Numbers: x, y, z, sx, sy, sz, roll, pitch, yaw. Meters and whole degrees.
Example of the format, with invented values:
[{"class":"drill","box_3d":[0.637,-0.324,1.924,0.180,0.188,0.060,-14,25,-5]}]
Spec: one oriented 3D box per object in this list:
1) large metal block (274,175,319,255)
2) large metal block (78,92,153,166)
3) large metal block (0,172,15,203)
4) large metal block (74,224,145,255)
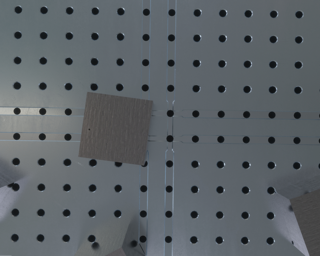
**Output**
[{"class":"large metal block","box_3d":[0.209,0.111,0.402,0.080,0.050,0.080,-20,90,0]},{"class":"large metal block","box_3d":[-0.054,0.001,0.401,0.080,0.050,0.080,8,90,0]},{"class":"large metal block","box_3d":[-0.255,0.085,0.399,0.080,0.050,0.080,34,90,0]},{"class":"large metal block","box_3d":[-0.067,0.173,0.386,0.080,0.080,0.050,-27,90,0]}]
